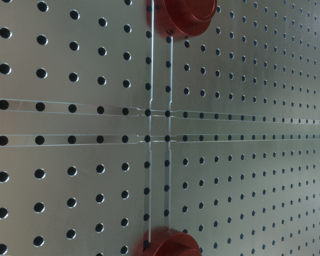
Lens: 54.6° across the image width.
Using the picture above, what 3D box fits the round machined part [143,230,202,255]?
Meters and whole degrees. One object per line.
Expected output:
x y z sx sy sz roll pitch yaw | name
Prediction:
0.023 0.191 0.416 0.099 0.042 0.097 0 90 -40 | round machined part

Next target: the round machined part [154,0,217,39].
0.042 -0.178 0.431 0.099 0.042 0.097 0 90 -40 | round machined part
